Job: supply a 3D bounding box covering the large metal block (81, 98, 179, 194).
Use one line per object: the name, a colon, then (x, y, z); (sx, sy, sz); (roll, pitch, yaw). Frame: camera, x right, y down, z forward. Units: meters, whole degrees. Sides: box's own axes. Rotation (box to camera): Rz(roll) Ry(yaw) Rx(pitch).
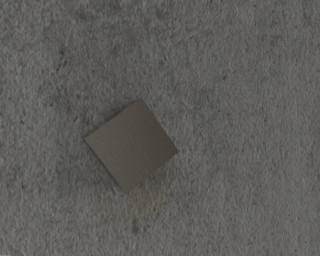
large metal block: (-0.038, 0.020, 0.382); (0.080, 0.050, 0.080); (-38, 102, -16)
